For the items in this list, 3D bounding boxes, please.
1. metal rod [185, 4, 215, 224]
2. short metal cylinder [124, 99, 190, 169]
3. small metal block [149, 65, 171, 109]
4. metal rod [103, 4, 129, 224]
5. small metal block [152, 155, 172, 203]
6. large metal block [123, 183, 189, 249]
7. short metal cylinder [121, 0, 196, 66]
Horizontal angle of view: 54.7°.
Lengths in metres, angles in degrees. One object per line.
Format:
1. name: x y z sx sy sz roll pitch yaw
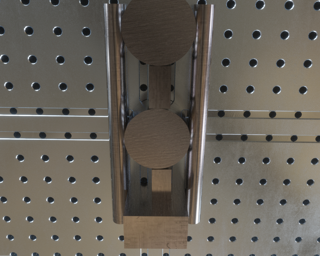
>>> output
1. metal rod: 0.050 -0.004 0.411 0.025 0.025 0.298 1 110 0
2. short metal cylinder: -0.003 0.006 0.402 0.081 0.050 0.079 0 110 0
3. small metal block: 0.000 -0.055 0.378 0.025 0.050 0.050 1 110 0
4. metal rod: -0.056 -0.004 0.410 0.025 0.025 0.298 1 110 0
5. small metal block: 0.002 0.067 0.424 0.025 0.050 0.050 0 110 0
6. large metal block: -0.005 0.118 0.427 0.081 0.080 0.050 1 110 -1
7. short metal cylinder: -0.001 -0.116 0.357 0.081 0.050 0.079 0 110 0
